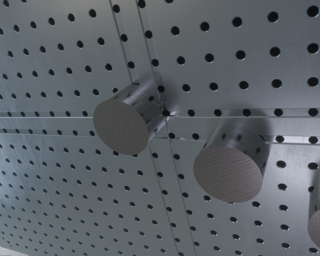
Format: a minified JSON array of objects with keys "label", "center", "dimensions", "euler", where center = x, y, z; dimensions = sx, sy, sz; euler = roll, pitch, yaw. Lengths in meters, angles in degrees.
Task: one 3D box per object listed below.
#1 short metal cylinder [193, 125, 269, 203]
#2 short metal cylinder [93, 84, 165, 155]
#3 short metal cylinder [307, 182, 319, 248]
[{"label":"short metal cylinder","center":[0.087,0.043,0.376],"dimensions":[0.080,0.050,0.079],"euler":[13,124,21]},{"label":"short metal cylinder","center":[-0.040,-0.011,0.409],"dimensions":[0.080,0.050,0.079],"euler":[13,124,21]},{"label":"short metal cylinder","center":[0.210,0.100,0.346],"dimensions":[0.080,0.050,0.079],"euler":[13,124,21]}]
